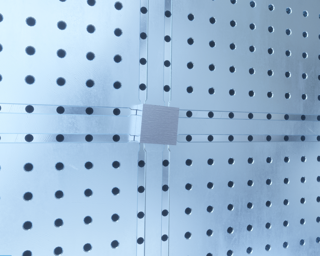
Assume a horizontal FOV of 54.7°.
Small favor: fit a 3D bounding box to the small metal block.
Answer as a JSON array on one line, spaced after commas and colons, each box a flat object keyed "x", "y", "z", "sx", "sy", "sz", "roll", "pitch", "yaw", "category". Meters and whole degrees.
[{"x": -0.004, "y": -0.004, "z": 0.412, "sx": 0.050, "sy": 0.025, "sz": 0.050, "roll": 5, "pitch": 88, "yaw": -20, "category": "small metal block"}]
